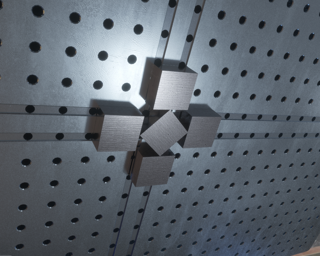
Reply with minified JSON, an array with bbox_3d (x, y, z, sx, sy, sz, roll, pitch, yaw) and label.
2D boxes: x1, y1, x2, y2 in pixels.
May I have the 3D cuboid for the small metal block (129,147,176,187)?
[{"bbox_3d":[-0.011,0.054,0.440,0.050,0.025,0.050,0,118,-29],"label":"small metal block"}]

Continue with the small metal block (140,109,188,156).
[{"bbox_3d":[0.001,0.002,0.414,0.050,0.025,0.050,-41,130,-1],"label":"small metal block"}]

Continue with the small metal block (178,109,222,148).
[{"bbox_3d":[0.054,0.001,0.443,0.050,0.025,0.050,0,119,-29],"label":"small metal block"}]

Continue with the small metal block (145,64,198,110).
[{"bbox_3d":[0.014,-0.051,0.389,0.050,0.025,0.050,-1,119,-29],"label":"small metal block"}]

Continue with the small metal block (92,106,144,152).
[{"bbox_3d":[-0.052,0.001,0.384,0.050,0.025,0.050,1,118,-30],"label":"small metal block"}]
